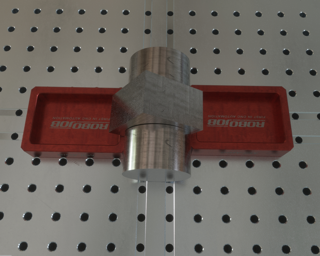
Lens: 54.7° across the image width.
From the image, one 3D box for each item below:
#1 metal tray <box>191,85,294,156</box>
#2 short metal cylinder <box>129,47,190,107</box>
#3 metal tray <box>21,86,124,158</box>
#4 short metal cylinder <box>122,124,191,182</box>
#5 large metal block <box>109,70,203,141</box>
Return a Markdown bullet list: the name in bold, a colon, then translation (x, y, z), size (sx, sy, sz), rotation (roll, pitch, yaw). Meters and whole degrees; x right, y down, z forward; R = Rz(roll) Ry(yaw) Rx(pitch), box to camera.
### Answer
- **metal tray**: translation (0.102, -0.010, 0.413), size (0.131, 0.030, 0.090), rotation (1, 70, 0)
- **short metal cylinder**: translation (-0.001, -0.062, 0.405), size (0.081, 0.080, 0.050), rotation (1, 70, 0)
- **metal tray**: translation (-0.106, -0.008, 0.410), size (0.131, 0.030, 0.090), rotation (1, 70, 0)
- **short metal cylinder**: translation (-0.003, 0.032, 0.370), size (0.081, 0.080, 0.050), rotation (2, 70, 0)
- **large metal block**: translation (-0.005, -0.019, 0.374), size (0.081, 0.080, 0.050), rotation (15, 66, -31)
